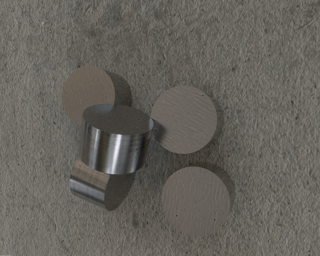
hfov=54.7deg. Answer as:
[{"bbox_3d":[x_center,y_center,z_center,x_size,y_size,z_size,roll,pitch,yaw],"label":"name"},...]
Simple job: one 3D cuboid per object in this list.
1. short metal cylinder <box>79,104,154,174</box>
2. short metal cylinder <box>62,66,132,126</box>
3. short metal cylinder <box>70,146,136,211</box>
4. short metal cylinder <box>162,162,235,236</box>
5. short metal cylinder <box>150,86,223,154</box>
[{"bbox_3d":[-0.052,0.010,0.364,0.080,0.080,0.050,22,117,18],"label":"short metal cylinder"},{"bbox_3d":[-0.086,-0.041,0.426,0.080,0.050,0.080,0,90,20],"label":"short metal cylinder"},{"bbox_3d":[-0.071,0.061,0.405,0.050,0.080,0.080,18,96,19],"label":"short metal cylinder"},{"bbox_3d":[0.048,0.084,0.378,0.080,0.050,0.080,0,90,20],"label":"short metal cylinder"},{"bbox_3d":[0.035,-0.010,0.383,0.080,0.050,0.080,0,90,20],"label":"short metal cylinder"}]
